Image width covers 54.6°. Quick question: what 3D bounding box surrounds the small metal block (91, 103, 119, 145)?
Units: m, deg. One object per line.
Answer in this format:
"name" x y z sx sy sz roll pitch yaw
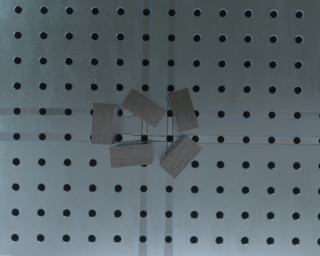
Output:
"small metal block" -0.069 -0.005 0.400 0.025 0.050 0.050 4 91 0

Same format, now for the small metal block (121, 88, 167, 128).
"small metal block" -0.020 -0.025 0.401 0.050 0.050 0.025 34 91 -1

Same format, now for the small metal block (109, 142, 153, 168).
"small metal block" -0.035 0.034 0.400 0.050 0.050 0.025 -5 90 0

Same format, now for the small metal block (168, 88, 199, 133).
"small metal block" 0.029 -0.021 0.400 0.025 0.050 0.050 -16 89 0

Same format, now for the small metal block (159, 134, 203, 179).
"small metal block" 0.026 0.035 0.400 0.025 0.050 0.050 42 90 1
